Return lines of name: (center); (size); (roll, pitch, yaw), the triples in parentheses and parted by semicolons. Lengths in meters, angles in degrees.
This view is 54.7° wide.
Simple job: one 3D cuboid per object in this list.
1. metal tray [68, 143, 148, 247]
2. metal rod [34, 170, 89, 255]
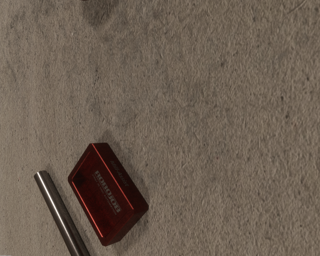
metal tray: (-0.083, 0.097, 0.467); (0.130, 0.030, 0.090); (52, 120, 27)
metal rod: (-0.145, 0.194, 0.520); (0.300, 0.025, 0.025); (52, 120, 27)
